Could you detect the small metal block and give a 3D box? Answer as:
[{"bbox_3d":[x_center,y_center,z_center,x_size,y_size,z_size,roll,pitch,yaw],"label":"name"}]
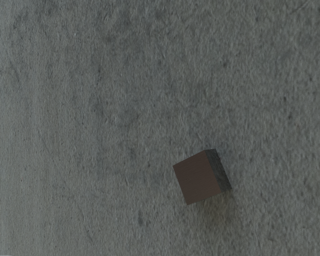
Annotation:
[{"bbox_3d":[0.049,0.058,0.365,0.050,0.025,0.050,-32,70,35],"label":"small metal block"}]
